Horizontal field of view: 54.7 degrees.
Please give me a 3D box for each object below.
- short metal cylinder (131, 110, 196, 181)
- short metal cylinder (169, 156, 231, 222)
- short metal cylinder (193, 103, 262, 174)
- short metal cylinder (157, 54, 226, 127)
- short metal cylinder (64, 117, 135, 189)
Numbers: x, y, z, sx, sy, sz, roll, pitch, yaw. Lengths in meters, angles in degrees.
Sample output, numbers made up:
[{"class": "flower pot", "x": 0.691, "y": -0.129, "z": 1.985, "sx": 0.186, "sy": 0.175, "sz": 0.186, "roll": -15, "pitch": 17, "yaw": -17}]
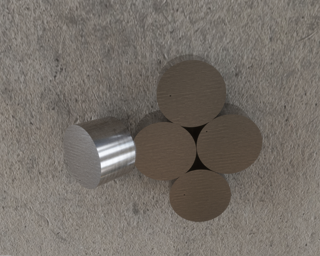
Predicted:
[{"class": "short metal cylinder", "x": 0.005, "y": 0.021, "z": 0.405, "sx": 0.081, "sy": 0.050, "sz": 0.079, "roll": 0, "pitch": 110, "yaw": 0}, {"class": "short metal cylinder", "x": 0.053, "y": 0.081, "z": 0.428, "sx": 0.081, "sy": 0.050, "sz": 0.079, "roll": 0, "pitch": 110, "yaw": 0}, {"class": "short metal cylinder", "x": 0.085, "y": 0.012, "z": 0.403, "sx": 0.081, "sy": 0.050, "sz": 0.079, "roll": 0, "pitch": 110, "yaw": 0}, {"class": "short metal cylinder", "x": 0.036, "y": -0.047, "z": 0.380, "sx": 0.081, "sy": 0.050, "sz": 0.079, "roll": 0, "pitch": 110, "yaw": 0}, {"class": "short metal cylinder", "x": -0.076, "y": 0.029, "z": 0.386, "sx": 0.080, "sy": 0.050, "sz": 0.079, "roll": 17, "pitch": 115, "yaw": 41}]
